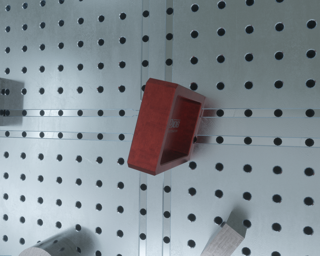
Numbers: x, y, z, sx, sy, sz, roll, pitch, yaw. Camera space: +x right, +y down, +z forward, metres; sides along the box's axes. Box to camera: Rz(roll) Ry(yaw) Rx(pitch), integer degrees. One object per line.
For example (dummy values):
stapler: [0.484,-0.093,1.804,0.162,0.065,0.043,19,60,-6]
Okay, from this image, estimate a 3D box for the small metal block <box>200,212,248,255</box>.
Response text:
small metal block: [0.078,0.134,0.371,0.025,0.050,0.050,38,102,16]

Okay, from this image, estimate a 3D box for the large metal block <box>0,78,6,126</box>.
large metal block: [-0.306,-0.046,0.505,0.080,0.050,0.079,5,92,19]

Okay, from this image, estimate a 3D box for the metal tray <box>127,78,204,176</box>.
metal tray: [0.013,-0.002,0.352,0.030,0.130,0.089,16,95,19]

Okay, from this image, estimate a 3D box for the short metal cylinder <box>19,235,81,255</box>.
short metal cylinder: [-0.164,0.206,0.455,0.080,0.050,0.079,0,90,19]
